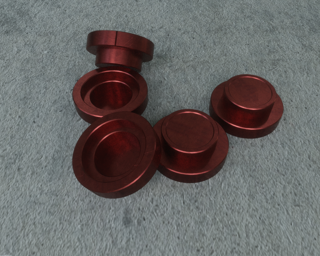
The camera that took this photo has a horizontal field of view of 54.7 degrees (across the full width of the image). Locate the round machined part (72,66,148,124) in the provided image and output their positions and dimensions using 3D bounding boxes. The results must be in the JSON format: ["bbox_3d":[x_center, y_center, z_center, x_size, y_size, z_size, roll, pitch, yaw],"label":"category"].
[{"bbox_3d":[-0.065,-0.037,0.423,0.099,0.042,0.098,0,50,0],"label":"round machined part"}]

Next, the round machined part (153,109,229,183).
[{"bbox_3d":[0.035,0.015,0.380,0.099,0.042,0.098,0,50,0],"label":"round machined part"}]

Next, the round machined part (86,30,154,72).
[{"bbox_3d":[-0.060,-0.108,0.459,0.099,0.098,0.042,7,90,5],"label":"round machined part"}]

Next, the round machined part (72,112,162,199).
[{"bbox_3d":[-0.045,0.033,0.351,0.098,0.042,0.098,-9,57,15],"label":"round machined part"}]

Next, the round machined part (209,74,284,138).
[{"bbox_3d":[0.119,-0.036,0.423,0.099,0.042,0.098,0,50,0],"label":"round machined part"}]
